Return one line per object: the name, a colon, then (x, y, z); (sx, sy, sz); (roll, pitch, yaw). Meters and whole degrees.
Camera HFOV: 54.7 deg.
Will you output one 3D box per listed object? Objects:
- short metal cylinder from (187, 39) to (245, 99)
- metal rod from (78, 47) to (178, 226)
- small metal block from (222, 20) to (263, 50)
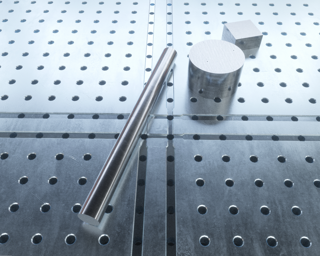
short metal cylinder: (0.082, -0.089, 0.466); (0.080, 0.050, 0.080); (0, 50, 0)
metal rod: (-0.029, -0.013, 0.417); (0.025, 0.025, 0.300); (14, 51, 11)
small metal block: (0.144, -0.163, 0.546); (0.050, 0.025, 0.050); (-12, 51, -10)
